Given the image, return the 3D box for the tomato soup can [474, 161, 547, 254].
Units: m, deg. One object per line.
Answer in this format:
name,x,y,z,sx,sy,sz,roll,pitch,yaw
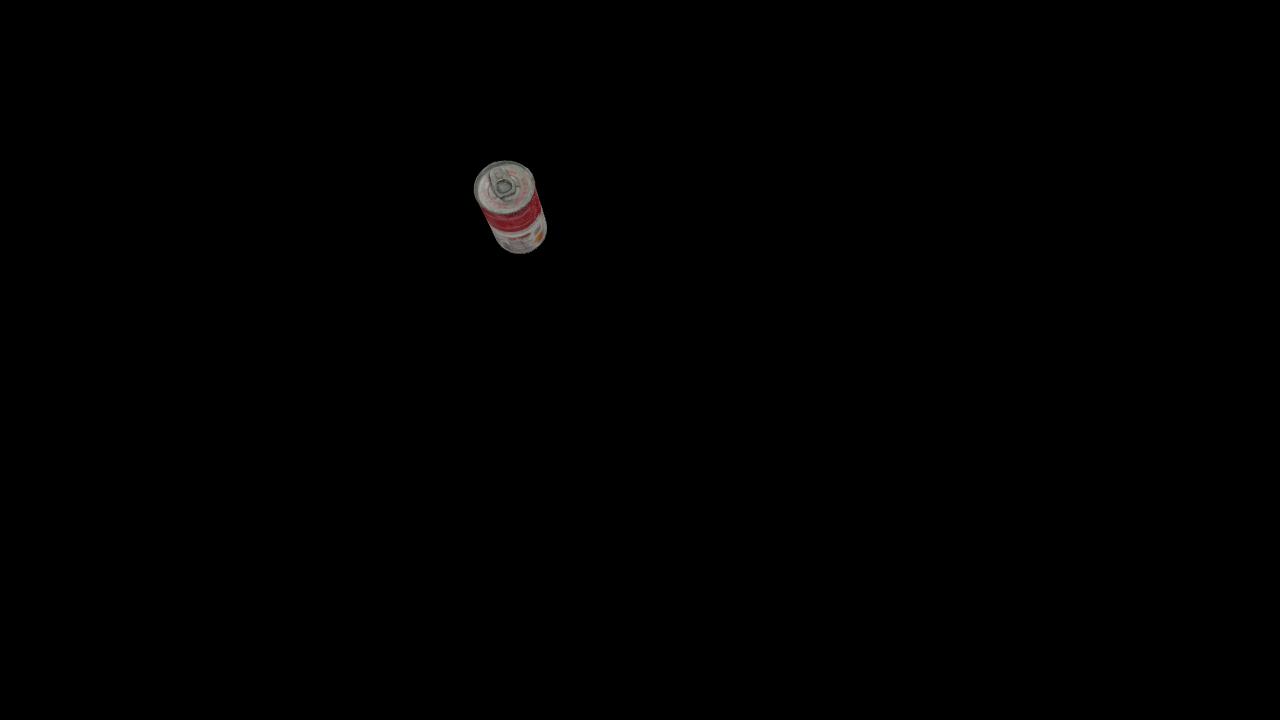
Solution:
tomato soup can,-0.147,-0.174,0.717,0.068,0.068,0.101,0,-17,0
